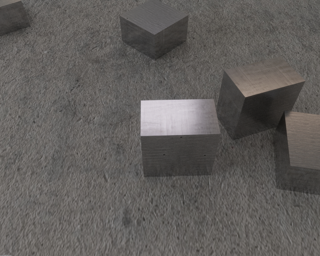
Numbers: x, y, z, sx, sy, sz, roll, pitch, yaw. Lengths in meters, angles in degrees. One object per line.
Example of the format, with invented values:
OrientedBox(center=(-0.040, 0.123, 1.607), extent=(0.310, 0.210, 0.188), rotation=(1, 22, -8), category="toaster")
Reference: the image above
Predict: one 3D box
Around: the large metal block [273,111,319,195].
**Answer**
OrientedBox(center=(0.183, 0.030, 0.363), extent=(0.080, 0.050, 0.080), rotation=(8, 50, 6), category="large metal block")

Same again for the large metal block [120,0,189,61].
OrientedBox(center=(-0.010, -0.170, 0.530), extent=(0.080, 0.050, 0.080), rotation=(36, 59, 26), category="large metal block")

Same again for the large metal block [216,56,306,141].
OrientedBox(center=(0.124, -0.037, 0.399), extent=(0.081, 0.080, 0.050), rotation=(-16, 52, -13), category="large metal block")

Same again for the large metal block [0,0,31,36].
OrientedBox(center=(-0.298, -0.212, 0.563), extent=(0.081, 0.050, 0.080), rotation=(-30, 56, -23), category="large metal block")

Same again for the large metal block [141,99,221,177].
OrientedBox(center=(0.020, 0.013, 0.356), extent=(0.081, 0.080, 0.050), rotation=(-1, 50, -1), category="large metal block")
